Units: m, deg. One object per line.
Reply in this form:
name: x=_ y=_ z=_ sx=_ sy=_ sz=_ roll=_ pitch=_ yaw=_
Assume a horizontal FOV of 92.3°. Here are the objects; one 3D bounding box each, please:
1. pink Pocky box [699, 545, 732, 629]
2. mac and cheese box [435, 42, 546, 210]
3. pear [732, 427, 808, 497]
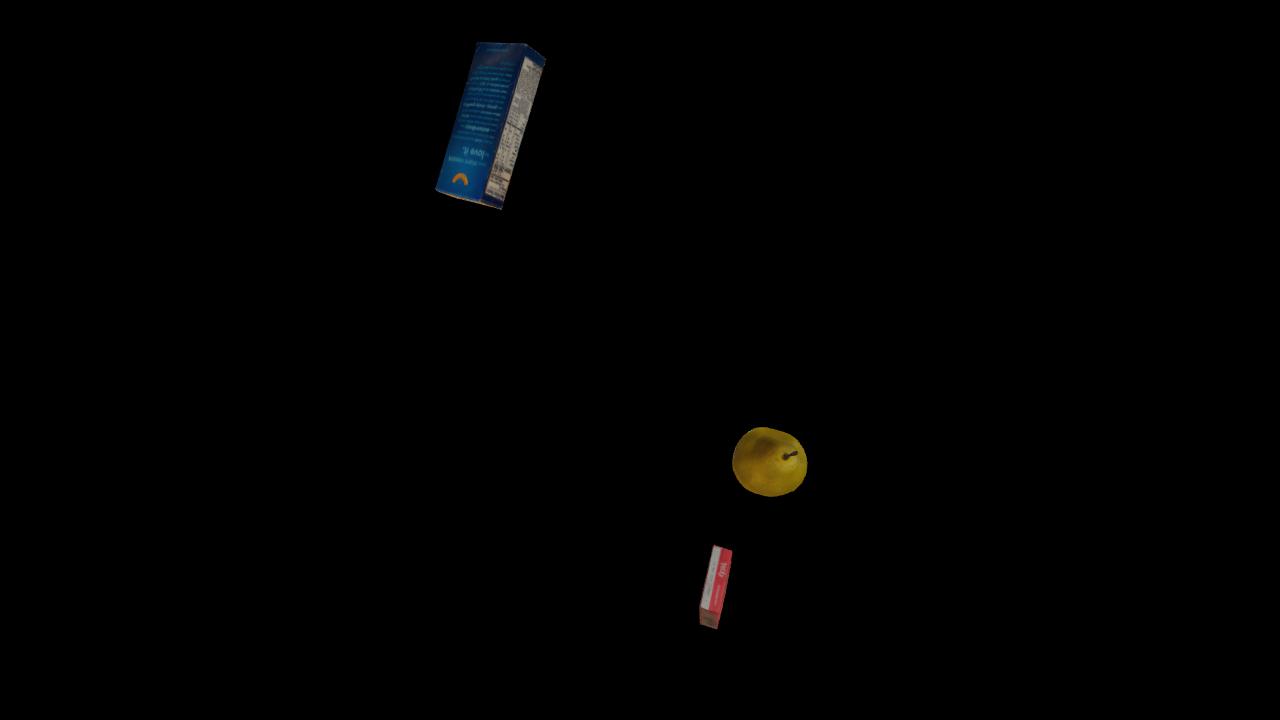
pink Pocky box: x=0.106 y=0.321 z=0.862 sx=0.029 sy=0.084 sz=0.155 roll=12 pitch=-29 yaw=13
mac and cheese box: x=-0.180 y=-0.279 z=0.734 sx=0.093 sy=0.184 sz=0.041 roll=22 pitch=7 yaw=33
pear: x=0.137 y=0.106 z=0.643 sx=0.080 sy=0.080 sz=0.111 roll=0 pitch=-13 yaw=8
